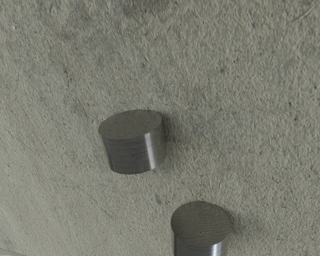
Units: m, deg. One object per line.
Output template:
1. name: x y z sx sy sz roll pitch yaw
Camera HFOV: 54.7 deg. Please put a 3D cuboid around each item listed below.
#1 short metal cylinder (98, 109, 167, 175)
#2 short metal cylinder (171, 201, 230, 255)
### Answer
1. short metal cylinder: -0.034 0.016 0.399 0.080 0.080 0.050 5 121 26
2. short metal cylinder: 0.056 0.149 0.434 0.080 0.080 0.050 11 123 22
